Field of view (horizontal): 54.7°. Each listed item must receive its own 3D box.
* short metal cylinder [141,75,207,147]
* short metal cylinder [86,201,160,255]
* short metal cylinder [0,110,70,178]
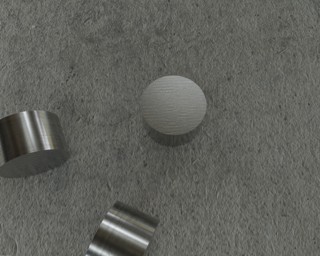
[{"bbox_3d":[0.017,-0.021,0.402,0.081,0.050,0.080,0,70,0],"label":"short metal cylinder"},{"bbox_3d":[-0.040,0.126,0.332,0.050,0.080,0.080,24,72,8],"label":"short metal cylinder"},{"bbox_3d":[-0.155,0.021,0.370,0.080,0.080,0.050,-20,72,-7],"label":"short metal cylinder"}]
